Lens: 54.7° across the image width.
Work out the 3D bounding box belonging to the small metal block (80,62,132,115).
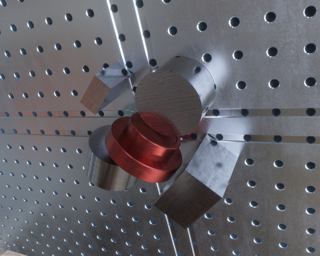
[{"bbox_3d":[-0.069,-0.051,0.398,0.025,0.050,0.050,41,129,0],"label":"small metal block"}]

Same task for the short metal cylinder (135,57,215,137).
[{"bbox_3d":[0.018,-0.037,0.361,0.080,0.050,0.079,13,124,20],"label":"short metal cylinder"}]

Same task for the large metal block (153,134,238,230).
[{"bbox_3d":[0.046,0.067,0.392,0.050,0.080,0.080,37,129,3],"label":"large metal block"}]

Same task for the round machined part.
[{"bbox_3d":[-0.014,0.017,0.381,0.098,0.098,0.042,35,117,4],"label":"round machined part"}]

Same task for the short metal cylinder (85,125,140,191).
[{"bbox_3d":[-0.061,0.040,0.431,0.080,0.080,0.050,27,128,10],"label":"short metal cylinder"}]
